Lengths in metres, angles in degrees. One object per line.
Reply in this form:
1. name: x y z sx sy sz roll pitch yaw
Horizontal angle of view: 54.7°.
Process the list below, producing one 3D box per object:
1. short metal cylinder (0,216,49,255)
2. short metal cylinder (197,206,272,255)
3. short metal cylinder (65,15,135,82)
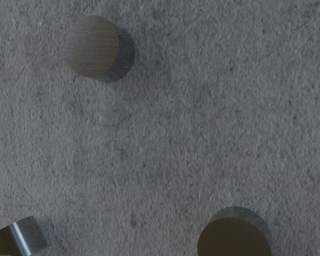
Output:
1. short metal cylinder: -0.213 0.172 0.453 0.080 0.080 0.050 -34 79 16
2. short metal cylinder: 0.089 0.138 0.364 0.080 0.050 0.079 0 90 19
3. short metal cylinder: -0.081 -0.106 0.423 0.080 0.050 0.079 0 90 19
